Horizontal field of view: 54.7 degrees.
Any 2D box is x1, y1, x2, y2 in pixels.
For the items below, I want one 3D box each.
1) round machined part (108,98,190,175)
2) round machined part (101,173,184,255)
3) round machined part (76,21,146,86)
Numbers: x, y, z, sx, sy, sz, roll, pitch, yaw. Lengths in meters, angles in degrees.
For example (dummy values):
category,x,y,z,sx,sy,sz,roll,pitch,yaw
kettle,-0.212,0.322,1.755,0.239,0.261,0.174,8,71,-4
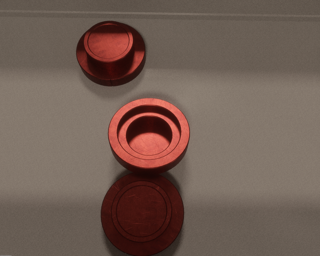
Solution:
category,x,y,z,sx,sy,sz,roll,pitch,yaw
round machined part,-0.013,0.014,0.390,0.099,0.042,0.098,1,60,-1
round machined part,-0.021,0.099,0.364,0.099,0.042,0.098,0,70,-1
round machined part,-0.070,-0.112,0.441,0.099,0.042,0.098,0,70,-1
